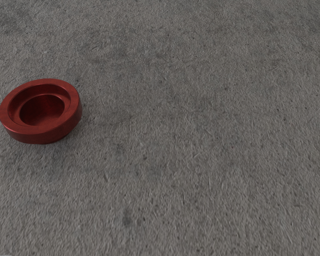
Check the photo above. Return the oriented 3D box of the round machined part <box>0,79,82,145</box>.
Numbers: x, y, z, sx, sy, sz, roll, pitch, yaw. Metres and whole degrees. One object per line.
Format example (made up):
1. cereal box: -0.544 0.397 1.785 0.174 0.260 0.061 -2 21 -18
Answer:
1. round machined part: -0.151 -0.017 0.405 0.099 0.042 0.098 0 50 0
